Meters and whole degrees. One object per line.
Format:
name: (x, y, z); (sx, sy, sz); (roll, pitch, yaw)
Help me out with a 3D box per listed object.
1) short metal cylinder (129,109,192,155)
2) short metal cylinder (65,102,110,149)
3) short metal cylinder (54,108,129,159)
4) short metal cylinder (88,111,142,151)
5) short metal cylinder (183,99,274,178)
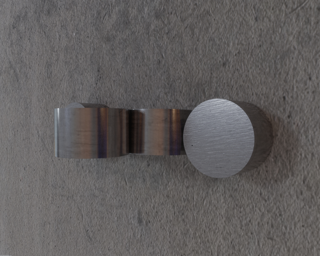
short metal cylinder: (0.001, 0.004, 0.370); (0.080, 0.081, 0.050); (1, 90, 40)
short metal cylinder: (-0.112, 0.001, 0.483); (0.080, 0.050, 0.080); (0, 90, 39)
short metal cylinder: (-0.074, 0.004, 0.342); (0.080, 0.081, 0.050); (1, 92, 40)
short metal cylinder: (-0.060, 0.003, 0.421); (0.080, 0.081, 0.050); (1, 91, 40)
short metal cylinder: (0.072, 0.010, 0.330); (0.080, 0.050, 0.080); (1, 91, 39)
